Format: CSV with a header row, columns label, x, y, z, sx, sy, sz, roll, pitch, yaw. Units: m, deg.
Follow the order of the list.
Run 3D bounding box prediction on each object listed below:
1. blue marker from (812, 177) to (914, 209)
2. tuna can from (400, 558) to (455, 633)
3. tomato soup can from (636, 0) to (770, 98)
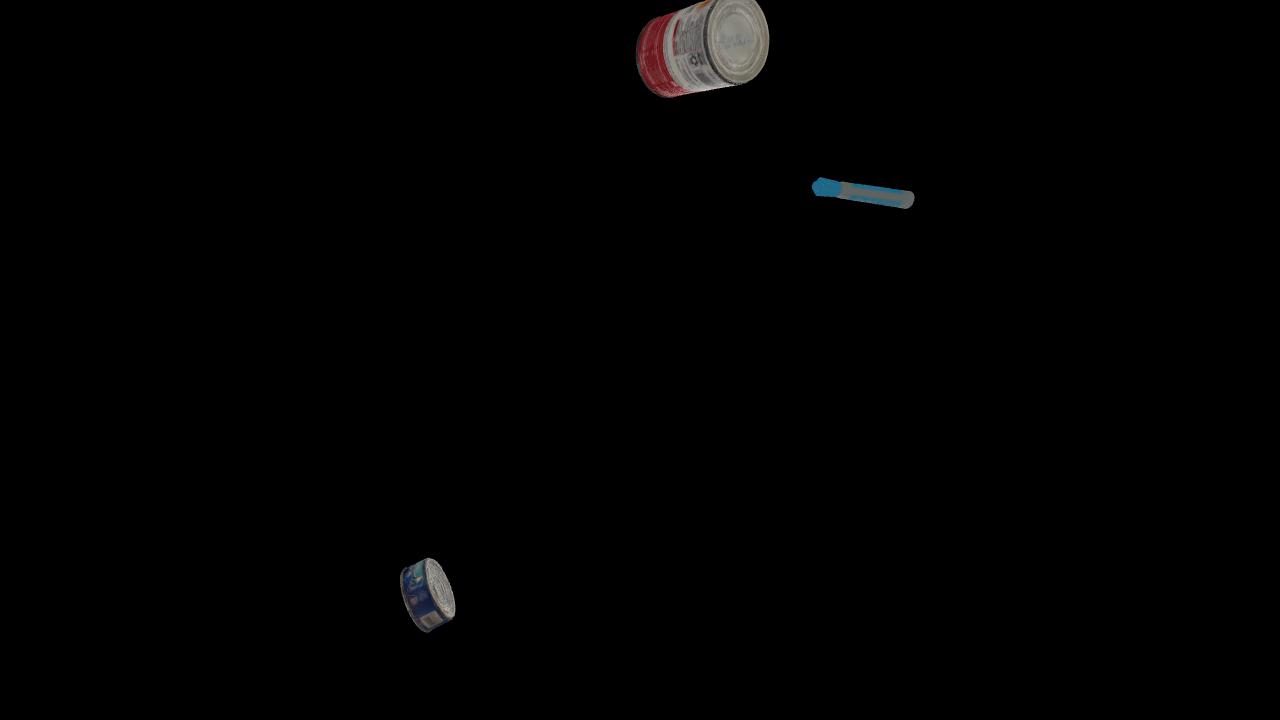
label,x,y,z,sx,sy,sz,roll,pitch,yaw
blue marker,0.236,-0.177,0.652,0.121,0.020,0.020,3,-1,-19
tuna can,-0.264,0.293,0.770,0.034,0.084,0.084,-25,3,-6
tomato soup can,0.051,-0.261,0.516,0.068,0.068,0.101,0,14,-33
